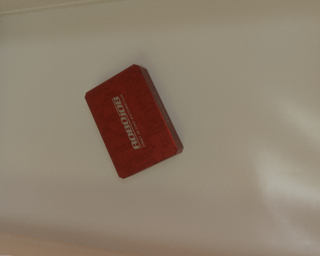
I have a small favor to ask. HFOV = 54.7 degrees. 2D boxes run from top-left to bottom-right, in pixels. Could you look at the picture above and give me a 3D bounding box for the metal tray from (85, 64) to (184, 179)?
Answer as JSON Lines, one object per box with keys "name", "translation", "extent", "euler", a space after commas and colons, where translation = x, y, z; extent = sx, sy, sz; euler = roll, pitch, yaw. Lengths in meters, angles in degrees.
{"name": "metal tray", "translation": [-0.036, -0.008, 0.420], "extent": [0.090, 0.030, 0.130], "euler": [-27, 81, 17]}
